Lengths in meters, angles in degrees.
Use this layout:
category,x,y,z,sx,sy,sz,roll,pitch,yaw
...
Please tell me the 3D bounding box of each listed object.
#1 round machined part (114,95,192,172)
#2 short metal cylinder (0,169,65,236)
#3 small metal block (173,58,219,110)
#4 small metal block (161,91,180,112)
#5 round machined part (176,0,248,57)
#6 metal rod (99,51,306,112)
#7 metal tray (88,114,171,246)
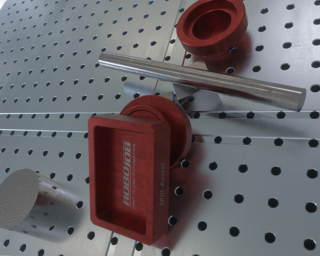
category,x,y,z,sx,sy,sz,roll,pitch,yaw
round machined part,-0.014,0.008,0.376,0.098,0.042,0.097,-1,87,23
short metal cylinder,-0.180,0.102,0.424,0.080,0.050,0.080,-13,56,21
small metal block,0.046,-0.059,0.421,0.050,0.025,0.050,-23,53,14
small metal block,0.000,-0.017,0.419,0.050,0.025,0.050,-15,56,20
round machined part,0.077,-0.141,0.444,0.098,0.042,0.098,-13,56,21
metal rod,0.029,-0.068,0.402,0.300,0.025,0.025,19,72,35
metal tray,-0.036,0.053,0.344,0.090,0.030,0.129,8,103,31
